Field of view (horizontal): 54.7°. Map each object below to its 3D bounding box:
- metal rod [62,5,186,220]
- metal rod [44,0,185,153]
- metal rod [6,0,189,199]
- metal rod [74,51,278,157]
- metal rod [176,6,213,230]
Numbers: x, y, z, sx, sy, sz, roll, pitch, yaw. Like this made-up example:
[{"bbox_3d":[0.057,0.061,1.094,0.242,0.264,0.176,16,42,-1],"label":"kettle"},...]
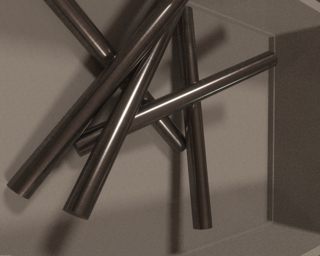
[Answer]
[{"bbox_3d":[-0.027,-0.045,0.349,0.025,0.025,0.300,41,57,-33],"label":"metal rod"},{"bbox_3d":[-0.055,-0.075,0.361,0.300,0.025,0.025,50,61,-29],"label":"metal rod"},{"bbox_3d":[-0.051,-0.056,0.335,0.025,0.025,0.300,45,72,-31],"label":"metal rod"},{"bbox_3d":[0.035,-0.040,0.391,0.302,0.025,0.025,-26,107,-23],"label":"metal rod"},{"bbox_3d":[0.045,-0.018,0.420,0.025,0.025,0.298,1,81,-40],"label":"metal rod"}]
